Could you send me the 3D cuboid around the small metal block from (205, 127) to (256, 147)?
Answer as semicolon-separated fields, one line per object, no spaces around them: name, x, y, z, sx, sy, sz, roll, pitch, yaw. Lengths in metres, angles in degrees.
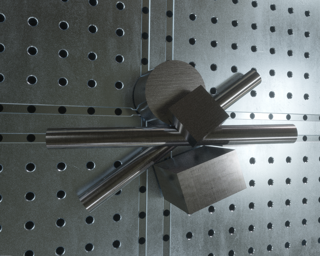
small metal block;0.097;0.012;0.432;0.050;0.050;0.025;0;90;-19

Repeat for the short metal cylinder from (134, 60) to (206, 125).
short metal cylinder;0.012;-0.043;0.400;0.081;0.050;0.079;0;89;-20

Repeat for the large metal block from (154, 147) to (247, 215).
large metal block;0.048;0.061;0.397;0.081;0.080;0.050;-19;97;-19

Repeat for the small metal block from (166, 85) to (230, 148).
small metal block;0.043;-0.014;0.363;0.050;0.025;0.050;-37;79;-16

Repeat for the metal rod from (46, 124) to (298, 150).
metal rod;0.020;0.010;0.379;0.302;0.025;0.025;-1;91;-7

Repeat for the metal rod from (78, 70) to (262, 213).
metal rod;0.025;0.009;0.419;0.301;0.025;0.025;-36;102;-17
